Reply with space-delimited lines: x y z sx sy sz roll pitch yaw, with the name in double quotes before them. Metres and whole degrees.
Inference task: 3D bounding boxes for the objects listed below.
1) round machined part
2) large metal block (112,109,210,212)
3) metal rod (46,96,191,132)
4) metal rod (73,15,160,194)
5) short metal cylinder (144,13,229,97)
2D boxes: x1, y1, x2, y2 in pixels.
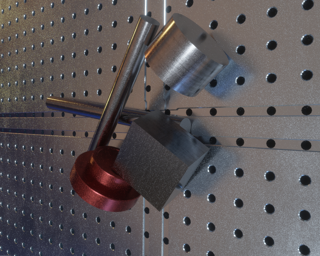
"round machined part" -0.065 0.060 0.413 0.098 0.099 0.042 45 117 30
"large metal block" -0.001 0.037 0.371 0.080 0.050 0.079 39 126 17
"metal rod" -0.084 -0.023 0.475 0.300 0.025 0.025 11 97 39
"metal rod" -0.071 -0.011 0.432 0.025 0.025 0.298 48 127 29
"short metal cylinder" 0.030 -0.081 0.347 0.050 0.081 0.080 -46 63 30
